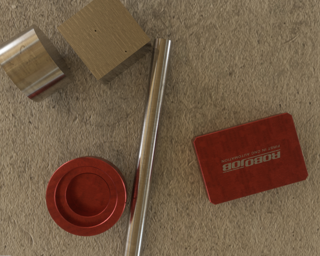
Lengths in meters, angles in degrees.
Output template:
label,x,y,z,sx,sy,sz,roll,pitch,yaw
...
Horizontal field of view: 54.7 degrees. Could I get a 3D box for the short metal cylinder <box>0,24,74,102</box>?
label,x,y,z,sx,sy,sz,roll,pitch,yaw
short metal cylinder,-0.151,-0.078,0.380,0.050,0.080,0.080,-32,90,0

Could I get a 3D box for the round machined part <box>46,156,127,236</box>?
label,x,y,z,sx,sy,sz,roll,pitch,yaw
round machined part,-0.091,0.084,0.400,0.099,0.042,0.097,0,90,-1

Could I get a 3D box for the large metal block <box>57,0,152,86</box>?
label,x,y,z,sx,sy,sz,roll,pitch,yaw
large metal block,-0.068,-0.113,0.397,0.080,0.050,0.080,-38,91,0

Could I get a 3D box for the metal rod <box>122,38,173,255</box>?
label,x,y,z,sx,sy,sz,roll,pitch,yaw
metal rod,-0.017,0.033,0.409,0.025,0.025,0.298,8,90,-1

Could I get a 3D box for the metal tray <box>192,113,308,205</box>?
label,x,y,z,sx,sy,sz,roll,pitch,yaw
metal tray,0.116,0.039,0.409,0.131,0.030,0.090,-15,90,-1
